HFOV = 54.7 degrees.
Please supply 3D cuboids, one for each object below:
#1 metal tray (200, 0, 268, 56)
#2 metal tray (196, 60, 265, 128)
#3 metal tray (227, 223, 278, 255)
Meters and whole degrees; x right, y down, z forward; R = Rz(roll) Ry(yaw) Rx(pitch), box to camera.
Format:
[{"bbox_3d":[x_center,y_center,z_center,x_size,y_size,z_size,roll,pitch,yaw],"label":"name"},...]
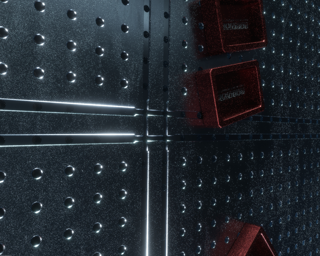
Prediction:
[{"bbox_3d":[0.127,-0.173,0.514,0.131,0.030,0.089,-18,102,-39],"label":"metal tray"},{"bbox_3d":[0.119,-0.058,0.508,0.131,0.030,0.089,-19,102,-39],"label":"metal tray"},{"bbox_3d":[0.172,0.246,0.553,0.090,0.030,0.130,-47,119,-30],"label":"metal tray"}]
